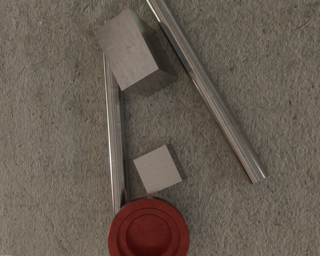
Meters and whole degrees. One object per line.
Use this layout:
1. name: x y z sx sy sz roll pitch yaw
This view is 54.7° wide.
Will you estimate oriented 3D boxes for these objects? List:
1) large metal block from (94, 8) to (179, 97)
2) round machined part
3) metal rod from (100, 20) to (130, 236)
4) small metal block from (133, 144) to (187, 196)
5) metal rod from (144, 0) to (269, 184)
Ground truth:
1. large metal block: -0.026 -0.089 0.388 0.050 0.080 0.080 -29 81 17
2. round machined part: -0.014 0.136 0.393 0.099 0.042 0.097 0 87 -2
3. metal rod: -0.060 0.003 0.429 0.025 0.025 0.298 -4 89 19
4. small metal block: 0.000 0.054 0.408 0.050 0.025 0.050 -27 81 17
5. metal rod: 0.048 -0.069 0.391 0.025 0.025 0.299 -31 80 17
